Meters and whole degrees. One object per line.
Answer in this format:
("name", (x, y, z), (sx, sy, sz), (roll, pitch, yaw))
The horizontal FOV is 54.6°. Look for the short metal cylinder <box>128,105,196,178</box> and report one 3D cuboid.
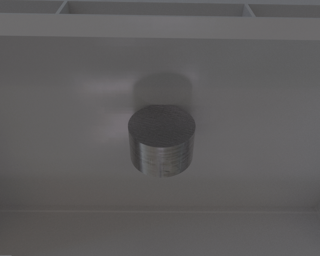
("short metal cylinder", (0.002, 0.015, 0.385), (0.080, 0.080, 0.050), (0, 130, 0))
